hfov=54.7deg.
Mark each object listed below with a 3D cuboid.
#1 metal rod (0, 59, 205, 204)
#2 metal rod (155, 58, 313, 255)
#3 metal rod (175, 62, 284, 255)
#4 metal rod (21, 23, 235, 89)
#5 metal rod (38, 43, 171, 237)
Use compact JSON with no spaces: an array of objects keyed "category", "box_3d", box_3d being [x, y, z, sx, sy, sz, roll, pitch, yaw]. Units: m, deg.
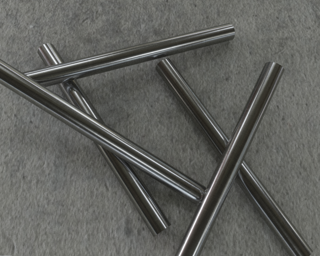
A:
[{"category":"metal rod","box_3d":[-0.078,0.003,0.373,0.301,0.025,0.025,32,73,-2]},{"category":"metal rod","box_3d":[0.084,0.029,0.398,0.025,0.025,0.299,-31,73,-11]},{"category":"metal rod","box_3d":[0.077,0.055,0.365,0.025,0.025,0.299,26,80,8]},{"category":"metal rod","box_3d":[-0.035,-0.101,0.428,0.302,0.025,0.025,-17,71,-13]},{"category":"metal rod","box_3d":[-0.081,0.004,0.405,0.025,0.025,0.299,-32,73,-11]}]
